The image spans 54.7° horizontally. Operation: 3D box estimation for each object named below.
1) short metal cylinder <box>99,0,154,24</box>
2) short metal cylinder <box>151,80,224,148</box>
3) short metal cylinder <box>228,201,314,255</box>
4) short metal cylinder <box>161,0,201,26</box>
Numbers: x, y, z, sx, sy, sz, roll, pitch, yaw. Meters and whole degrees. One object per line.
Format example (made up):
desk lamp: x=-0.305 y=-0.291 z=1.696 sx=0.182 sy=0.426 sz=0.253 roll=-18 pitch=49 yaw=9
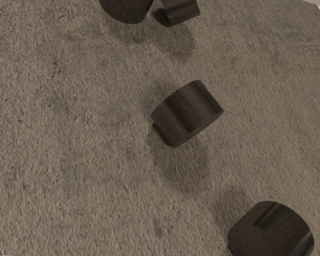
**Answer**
short metal cylinder: x=-0.050 y=-0.214 z=0.493 sx=0.081 sy=0.050 sz=0.080 roll=14 pitch=56 yaw=-21
short metal cylinder: x=0.035 y=-0.017 z=0.400 sx=0.081 sy=0.080 sz=0.050 roll=-29 pitch=78 yaw=-38
short metal cylinder: x=0.127 y=0.132 z=0.358 sx=0.050 sy=0.080 sz=0.080 roll=-27 pitch=77 yaw=-37
short metal cylinder: x=0.031 y=-0.217 z=0.512 sx=0.080 sy=0.050 sz=0.080 roll=-19 pitch=90 yaw=-77
